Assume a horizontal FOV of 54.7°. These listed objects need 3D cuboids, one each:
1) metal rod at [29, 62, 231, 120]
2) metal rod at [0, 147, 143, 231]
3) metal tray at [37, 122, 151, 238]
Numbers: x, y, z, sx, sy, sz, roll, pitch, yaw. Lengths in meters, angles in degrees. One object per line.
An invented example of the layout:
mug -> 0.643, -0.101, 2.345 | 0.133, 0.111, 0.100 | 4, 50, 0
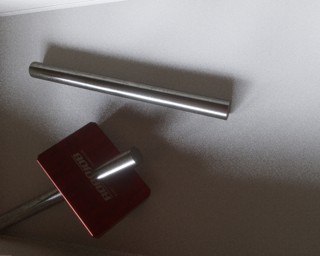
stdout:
metal rod -> -0.054, -0.056, 0.428 | 0.301, 0.025, 0.025 | 14, 95, 19
metal rod -> -0.150, 0.097, 0.443 | 0.300, 0.025, 0.025 | -28, 81, 24
metal tray -> -0.087, 0.066, 0.412 | 0.090, 0.030, 0.130 | -36, 76, -22
